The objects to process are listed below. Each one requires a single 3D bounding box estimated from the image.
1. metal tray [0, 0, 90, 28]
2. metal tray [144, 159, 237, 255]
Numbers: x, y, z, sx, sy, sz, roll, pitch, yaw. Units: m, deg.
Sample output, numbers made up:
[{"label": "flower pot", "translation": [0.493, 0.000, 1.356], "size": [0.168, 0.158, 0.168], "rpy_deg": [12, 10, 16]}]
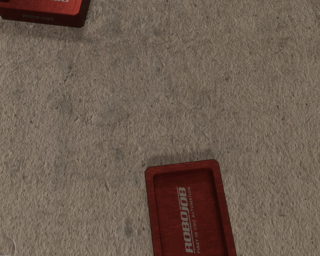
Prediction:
[{"label": "metal tray", "translation": [-0.177, -0.207, 0.478], "size": [0.131, 0.030, 0.090], "rpy_deg": [7, 70, 2]}, {"label": "metal tray", "translation": [0.034, 0.107, 0.366], "size": [0.091, 0.030, 0.129], "rpy_deg": [-7, 70, -3]}]
